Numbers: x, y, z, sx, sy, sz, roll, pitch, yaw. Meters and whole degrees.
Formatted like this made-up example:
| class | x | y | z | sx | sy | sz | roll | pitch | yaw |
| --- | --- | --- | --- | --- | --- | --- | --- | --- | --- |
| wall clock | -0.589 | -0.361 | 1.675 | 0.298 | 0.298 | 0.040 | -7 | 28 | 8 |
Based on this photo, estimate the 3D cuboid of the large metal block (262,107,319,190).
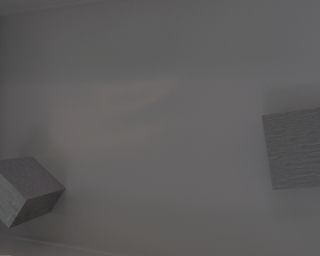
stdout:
| class | x | y | z | sx | sy | sz | roll | pitch | yaw |
| --- | --- | --- | --- | --- | --- | --- | --- | --- | --- |
| large metal block | 0.160 | 0.021 | 0.340 | 0.080 | 0.050 | 0.080 | -8 | 87 | 19 |

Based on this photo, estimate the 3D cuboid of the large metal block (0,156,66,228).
| class | x | y | z | sx | sy | sz | roll | pitch | yaw |
| --- | --- | --- | --- | --- | --- | --- | --- | --- | --- |
| large metal block | -0.203 | 0.089 | 0.453 | 0.080 | 0.080 | 0.050 | 38 | 102 | 16 |
